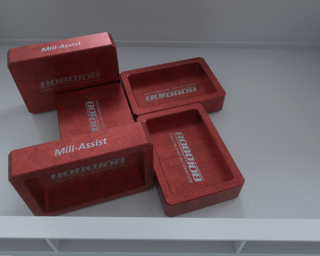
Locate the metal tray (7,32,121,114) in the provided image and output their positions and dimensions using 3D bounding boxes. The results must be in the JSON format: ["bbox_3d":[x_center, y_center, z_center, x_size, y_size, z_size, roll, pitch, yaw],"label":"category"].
[{"bbox_3d":[-0.122,-0.073,0.418,0.131,0.089,0.030,-14,52,-12],"label":"metal tray"}]

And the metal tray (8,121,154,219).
[{"bbox_3d":[-0.073,0.046,0.320,0.131,0.089,0.030,-13,52,-12],"label":"metal tray"}]

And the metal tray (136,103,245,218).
[{"bbox_3d":[0.031,0.032,0.373,0.091,0.030,0.130,-13,51,-12],"label":"metal tray"}]

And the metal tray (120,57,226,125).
[{"bbox_3d":[0.016,-0.053,0.445,0.131,0.030,0.090,-13,51,-12],"label":"metal tray"}]

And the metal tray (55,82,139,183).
[{"bbox_3d":[-0.079,0.002,0.396,0.091,0.030,0.130,-13,51,-12],"label":"metal tray"}]
